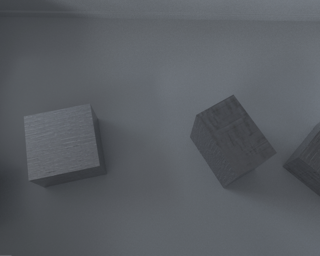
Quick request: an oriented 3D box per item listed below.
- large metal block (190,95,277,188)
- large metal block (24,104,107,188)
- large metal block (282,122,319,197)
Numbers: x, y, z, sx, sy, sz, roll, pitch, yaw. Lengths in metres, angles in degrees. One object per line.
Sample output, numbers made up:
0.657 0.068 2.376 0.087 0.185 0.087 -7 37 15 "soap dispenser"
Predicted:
0.082 0.019 0.374 0.050 0.080 0.080 -29 73 -10 "large metal block"
-0.116 0.023 0.387 0.081 0.050 0.080 -12 71 -4 "large metal block"
0.217 0.040 0.383 0.080 0.050 0.080 41 75 13 "large metal block"
